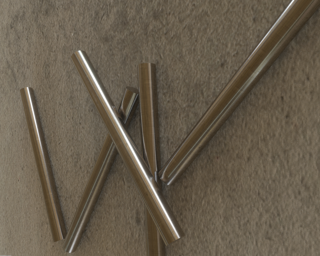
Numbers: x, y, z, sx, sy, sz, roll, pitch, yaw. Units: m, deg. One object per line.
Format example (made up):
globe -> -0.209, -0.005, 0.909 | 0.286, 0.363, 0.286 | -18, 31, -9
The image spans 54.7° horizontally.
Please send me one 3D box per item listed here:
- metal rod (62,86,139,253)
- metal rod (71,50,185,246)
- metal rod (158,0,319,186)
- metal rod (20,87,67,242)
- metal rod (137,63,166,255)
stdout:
metal rod -> -0.095, 0.075, 0.480 | 0.025, 0.025, 0.298 | 38, 113, 33
metal rod -> -0.052, 0.010, 0.411 | 0.025, 0.025, 0.299 | -45, 63, 30
metal rod -> 0.087, -0.046, 0.332 | 0.025, 0.025, 0.298 | 50, 119, 28
metal rod -> -0.221, 0.061, 0.583 | 0.025, 0.025, 0.299 | -30, 72, 36
metal rod -> -0.011, 0.064, 0.411 | 0.025, 0.025, 0.298 | -5, 87, 39
